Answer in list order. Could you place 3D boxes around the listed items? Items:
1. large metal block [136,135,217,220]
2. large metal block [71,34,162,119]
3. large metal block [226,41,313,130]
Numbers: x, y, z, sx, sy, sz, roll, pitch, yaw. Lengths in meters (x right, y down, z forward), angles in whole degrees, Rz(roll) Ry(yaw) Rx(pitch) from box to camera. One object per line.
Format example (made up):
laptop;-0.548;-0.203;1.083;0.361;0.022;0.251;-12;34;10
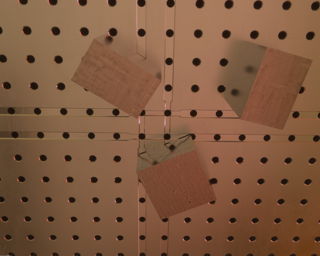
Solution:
large metal block;0.022;0.067;0.425;0.080;0.050;0.080;-22;109;7
large metal block;-0.046;-0.063;0.360;0.080;0.080;0.050;31;107;-11
large metal block;0.122;-0.054;0.366;0.050;0.080;0.079;14;110;-6
